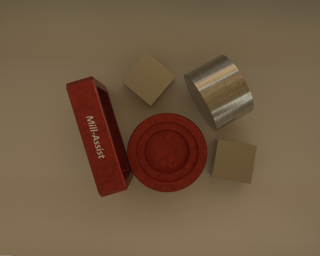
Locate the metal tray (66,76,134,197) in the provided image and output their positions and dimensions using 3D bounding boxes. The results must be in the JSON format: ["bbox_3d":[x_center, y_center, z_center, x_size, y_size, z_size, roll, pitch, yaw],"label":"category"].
[{"bbox_3d":[-0.069,0.009,0.376,0.030,0.090,0.129,-17,90,0],"label":"metal tray"}]

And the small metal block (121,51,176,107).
[{"bbox_3d":[-0.015,-0.063,0.409,0.050,0.025,0.050,40,90,1],"label":"small metal block"}]

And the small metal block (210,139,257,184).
[{"bbox_3d":[0.096,0.043,0.411,0.050,0.025,0.050,9,89,1],"label":"small metal block"}]

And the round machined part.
[{"bbox_3d":[0.009,0.030,0.400,0.099,0.042,0.097,0,90,-1],"label":"round machined part"}]

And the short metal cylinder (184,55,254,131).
[{"bbox_3d":[0.071,-0.043,0.383,0.050,0.080,0.080,-29,90,0],"label":"short metal cylinder"}]
